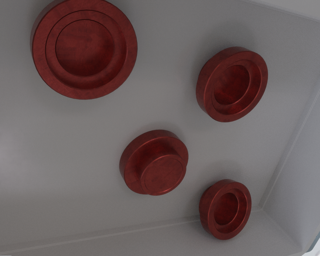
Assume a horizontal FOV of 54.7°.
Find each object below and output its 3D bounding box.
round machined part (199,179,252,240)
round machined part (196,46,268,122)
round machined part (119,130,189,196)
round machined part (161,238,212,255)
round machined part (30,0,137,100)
[{"bbox_3d":[0.105,0.134,0.524,0.099,0.042,0.097,-5,100,-32],"label":"round machined part"},{"bbox_3d":[0.090,-0.060,0.409,0.099,0.042,0.097,-14,124,-21],"label":"round machined part"},{"bbox_3d":[-0.003,0.055,0.430,0.099,0.042,0.097,-14,124,-21],"label":"round machined part"},{"bbox_3d":[0.040,0.222,0.538,0.099,0.042,0.098,-15,165,-4],"label":"round machined part"},{"bbox_3d":[-0.076,-0.081,0.306,0.099,0.042,0.097,-14,124,-21],"label":"round machined part"}]
